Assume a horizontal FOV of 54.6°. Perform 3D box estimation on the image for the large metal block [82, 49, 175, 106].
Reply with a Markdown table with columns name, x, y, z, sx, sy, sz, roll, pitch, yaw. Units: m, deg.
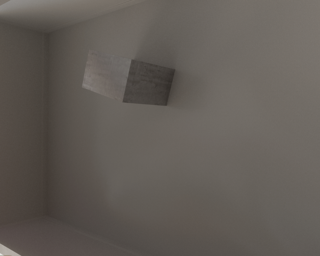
| name | x | y | z | sx | sy | sz | roll | pitch | yaw |
| --- | --- | --- | --- | --- | --- | --- | --- | --- | --- |
| large metal block | -0.041 | -0.065 | 0.406 | 0.080 | 0.081 | 0.050 | 22 | 104 | 38 |
